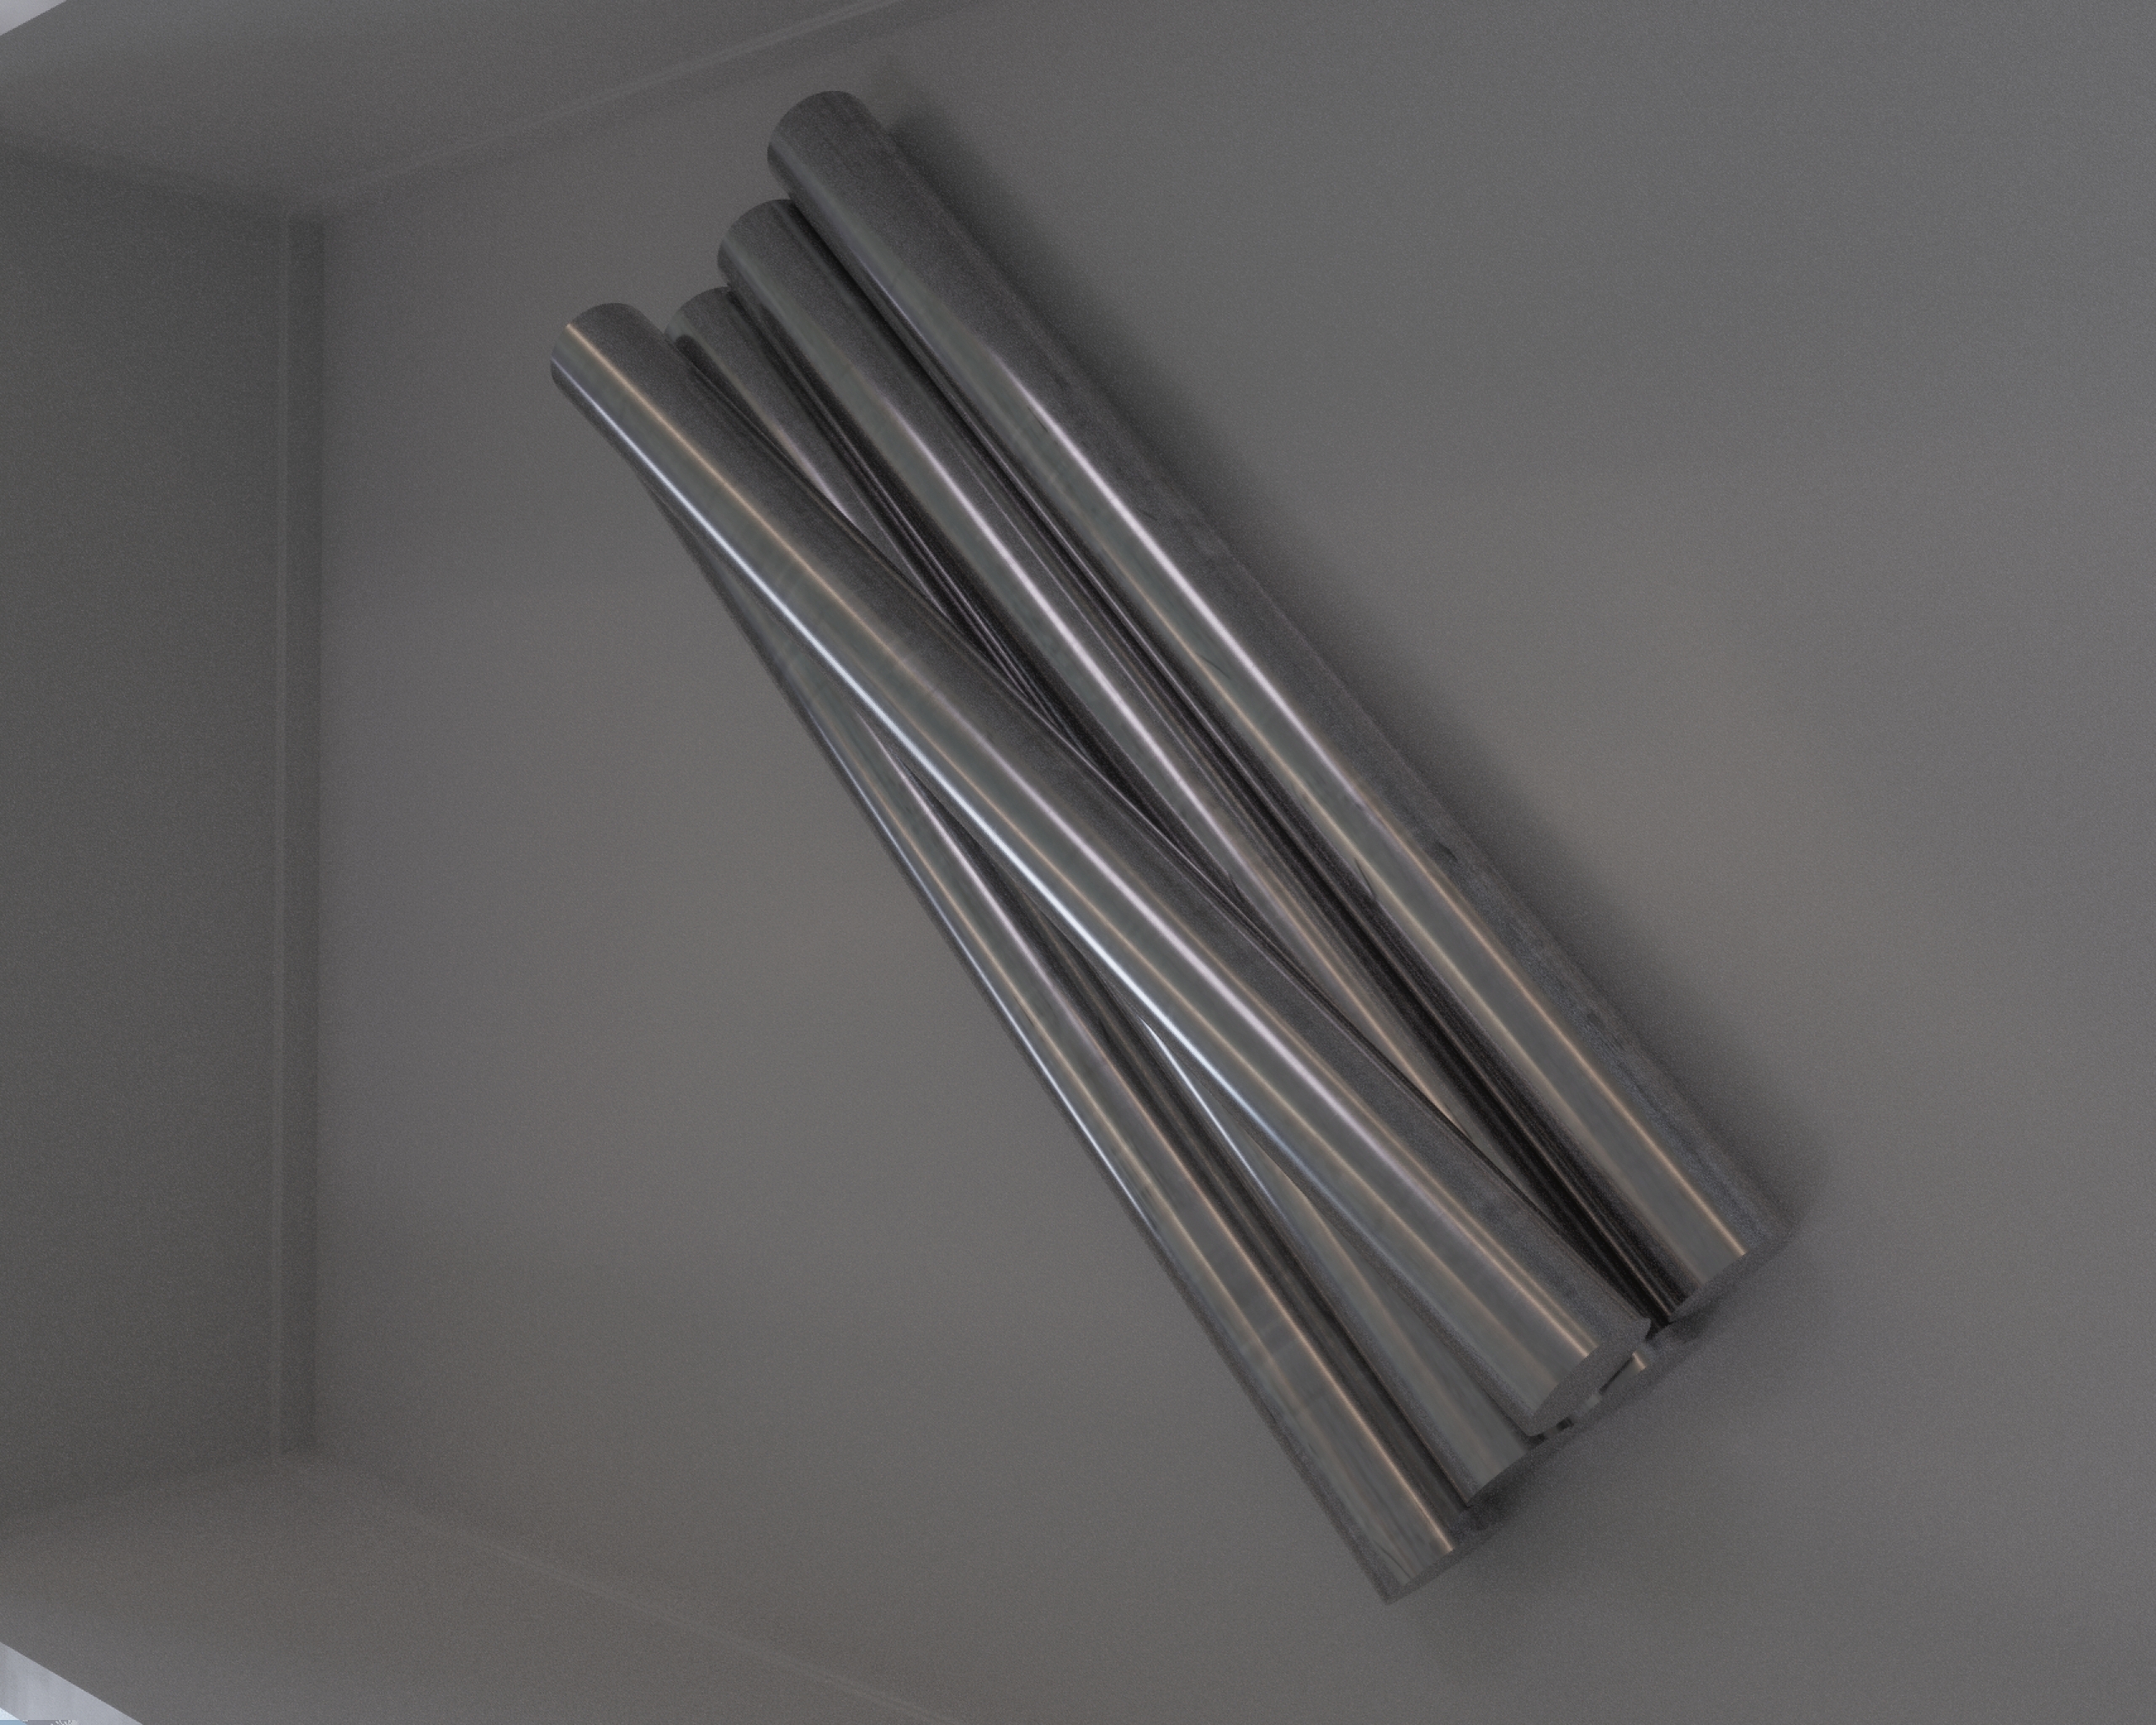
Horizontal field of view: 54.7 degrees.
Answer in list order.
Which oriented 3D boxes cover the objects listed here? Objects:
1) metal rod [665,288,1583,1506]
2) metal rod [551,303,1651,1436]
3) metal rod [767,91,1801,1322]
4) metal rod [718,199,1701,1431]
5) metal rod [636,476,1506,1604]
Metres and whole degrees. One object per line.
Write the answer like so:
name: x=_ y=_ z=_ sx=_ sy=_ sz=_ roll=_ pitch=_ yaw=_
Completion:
metal rod: x=-0.004 y=-0.011 z=0.409 sx=0.025 sy=0.025 sz=0.300 roll=-50 pitch=61 yaw=28
metal rod: x=-0.014 y=-0.018 z=0.383 sx=0.300 sy=0.025 sz=0.025 roll=46 pitch=118 yaw=30
metal rod: x=0.023 y=-0.046 z=0.387 sx=0.025 sy=0.025 sz=0.300 roll=-50 pitch=61 yaw=28
metal rod: x=0.010 y=-0.027 z=0.397 sx=0.025 sy=0.025 sz=0.300 roll=-50 pitch=61 yaw=28
metal rod: x=-0.016 y=0.009 z=0.419 sx=0.025 sy=0.025 sz=0.300 roll=-50 pitch=61 yaw=28
